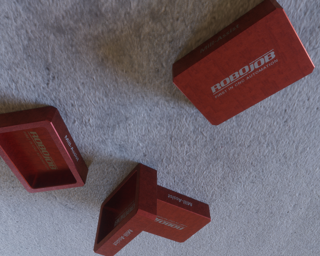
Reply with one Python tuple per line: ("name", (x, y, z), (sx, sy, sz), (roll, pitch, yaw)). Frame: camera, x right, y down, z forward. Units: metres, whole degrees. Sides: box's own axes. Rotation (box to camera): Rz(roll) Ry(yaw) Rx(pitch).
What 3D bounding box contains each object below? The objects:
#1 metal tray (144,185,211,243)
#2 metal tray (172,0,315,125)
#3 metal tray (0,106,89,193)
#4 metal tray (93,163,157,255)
("metal tray", (0.009, 0.147, 0.530), (0.131, 0.030, 0.090), (25, 126, -21))
("metal tray", (0.090, -0.067, 0.348), (0.130, 0.030, 0.090), (-32, 124, 23))
("metal tray", (-0.165, 0.035, 0.430), (0.090, 0.030, 0.129), (-9, 130, 7))
("metal tray", (-0.053, 0.125, 0.470), (0.030, 0.090, 0.129), (27, 125, -21))
